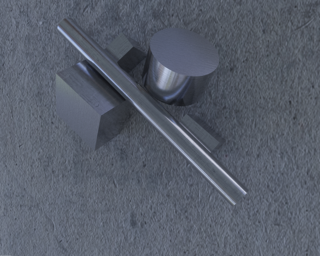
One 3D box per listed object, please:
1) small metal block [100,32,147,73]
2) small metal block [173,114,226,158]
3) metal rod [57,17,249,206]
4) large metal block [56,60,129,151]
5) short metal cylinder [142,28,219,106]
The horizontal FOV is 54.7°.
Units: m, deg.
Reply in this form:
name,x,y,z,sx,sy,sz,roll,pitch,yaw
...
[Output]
name,x,y,z,sx,sy,sz,roll,pitch,yaw
small metal block,-0.050,-0.095,0.414,0.050,0.050,0.025,-40,78,15
small metal block,0.049,0.009,0.376,0.050,0.050,0.025,42,103,14
metal rod,-0.018,-0.029,0.363,0.300,0.025,0.025,45,104,14
large metal block,-0.090,-0.030,0.409,0.080,0.050,0.080,42,144,14
short metal cylinder,0.023,-0.072,0.366,0.080,0.080,0.050,41,144,15
